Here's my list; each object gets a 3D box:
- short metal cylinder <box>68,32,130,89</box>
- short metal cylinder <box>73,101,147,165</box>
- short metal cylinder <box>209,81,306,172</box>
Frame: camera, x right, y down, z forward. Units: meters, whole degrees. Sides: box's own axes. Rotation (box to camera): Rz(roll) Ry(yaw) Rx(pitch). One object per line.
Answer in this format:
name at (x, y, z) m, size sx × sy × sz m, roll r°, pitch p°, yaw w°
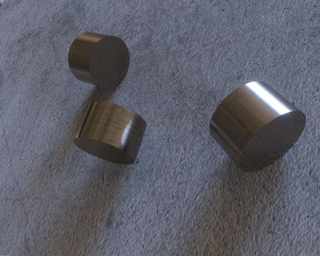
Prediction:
short metal cylinder at (-0.094, -0.106, 0.483) m, size 0.050 × 0.080 × 0.080 m, roll 21°, pitch 73°, yaw 36°
short metal cylinder at (-0.063, 0.008, 0.397) m, size 0.080 × 0.080 × 0.050 m, roll 4°, pitch 64°, yaw 30°
short metal cylinder at (0.098, -0.001, 0.317) m, size 0.080 × 0.080 × 0.050 m, roll -38°, pitch 51°, yaw 3°
